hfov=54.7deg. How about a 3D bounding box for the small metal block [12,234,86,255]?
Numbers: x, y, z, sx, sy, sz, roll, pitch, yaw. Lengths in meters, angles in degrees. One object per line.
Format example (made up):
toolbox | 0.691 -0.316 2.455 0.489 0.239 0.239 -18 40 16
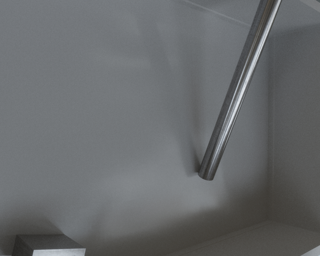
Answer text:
small metal block | -0.109 0.123 0.301 0.050 0.050 0.025 16 80 -39

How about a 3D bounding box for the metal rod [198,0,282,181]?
metal rod | 0.109 -0.061 0.419 0.025 0.025 0.298 -2 117 -40
